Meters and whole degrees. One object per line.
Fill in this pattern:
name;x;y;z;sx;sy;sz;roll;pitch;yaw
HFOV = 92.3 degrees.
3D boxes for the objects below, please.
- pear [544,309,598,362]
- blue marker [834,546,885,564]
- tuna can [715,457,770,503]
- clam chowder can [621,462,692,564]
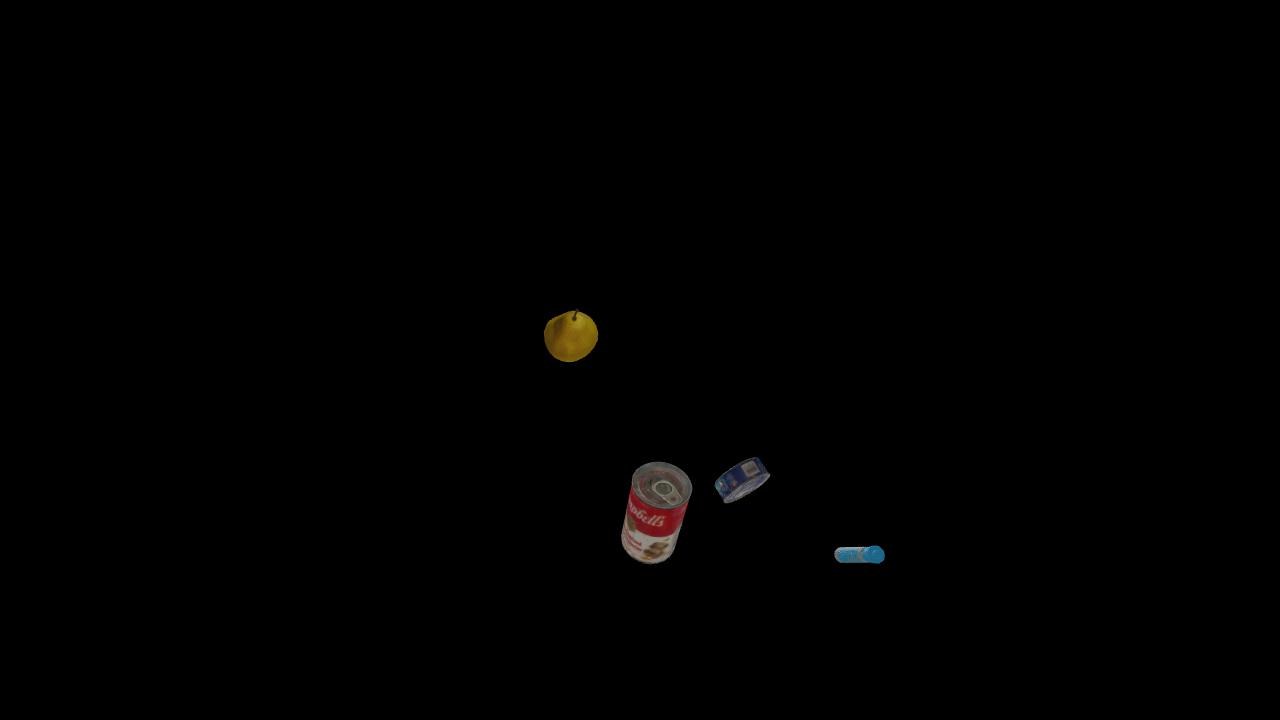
pear;-0.100;-0.040;0.881;0.080;0.080;0.111;0;-13;-2
blue marker;0.254;0.227;0.715;0.020;0.020;0.121;0;-18;-1
tuna can;0.159;0.187;0.960;0.084;0.034;0.084;-25;-25;-13
clam chowder can;0.017;0.176;0.705;0.068;0.102;0.068;6;36;-5
